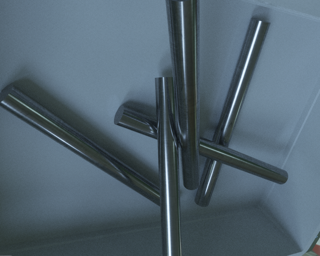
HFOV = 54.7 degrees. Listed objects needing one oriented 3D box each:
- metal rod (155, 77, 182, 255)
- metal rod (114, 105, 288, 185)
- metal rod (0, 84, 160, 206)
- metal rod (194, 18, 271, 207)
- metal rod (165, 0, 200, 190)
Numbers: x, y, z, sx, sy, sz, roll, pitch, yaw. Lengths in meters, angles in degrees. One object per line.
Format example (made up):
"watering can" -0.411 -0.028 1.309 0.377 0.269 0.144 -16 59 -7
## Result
"metal rod" 0.012 0.088 0.385 0.025 0.025 0.298 -5 97 -26
"metal rod" 0.076 0.033 0.441 0.302 0.025 0.025 21 107 -27
"metal rod" -0.067 0.045 0.399 0.025 0.025 0.300 -45 129 3
"metal rod" 0.100 -0.006 0.458 0.025 0.025 0.298 -2 120 -28
"metal rod" 0.031 -0.009 0.342 0.025 0.025 0.299 -26 144 -12
